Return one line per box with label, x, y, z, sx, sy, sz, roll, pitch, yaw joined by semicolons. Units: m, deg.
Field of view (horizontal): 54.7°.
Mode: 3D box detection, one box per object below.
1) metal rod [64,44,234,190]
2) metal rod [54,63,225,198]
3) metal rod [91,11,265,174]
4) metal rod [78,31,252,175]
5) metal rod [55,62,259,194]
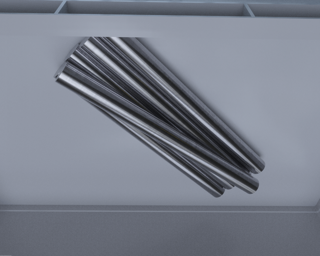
metal rod;0.006;0.001;0.408;0.025;0.025;0.301;-36;122;26
metal rod;-0.009;0.016;0.421;0.025;0.025;0.301;-36;122;26
metal rod;0.041;-0.026;0.385;0.025;0.025;0.301;-36;122;26
metal rod;0.025;-0.011;0.398;0.025;0.025;0.301;-36;122;26
metal rod;0.015;0.012;0.384;0.301;0.025;0.025;31;123;-24
